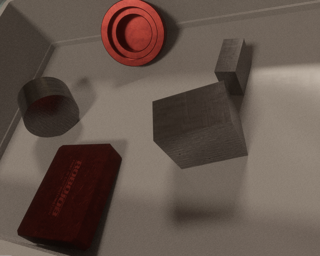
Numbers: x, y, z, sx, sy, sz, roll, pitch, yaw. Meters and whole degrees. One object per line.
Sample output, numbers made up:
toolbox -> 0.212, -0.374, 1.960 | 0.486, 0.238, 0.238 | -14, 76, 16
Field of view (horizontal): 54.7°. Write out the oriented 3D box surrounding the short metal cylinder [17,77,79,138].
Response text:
short metal cylinder -> -0.172, -0.032, 0.478 | 0.080, 0.080, 0.050 | -38, 51, 2

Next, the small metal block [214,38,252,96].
small metal block -> 0.093, -0.075, 0.387 | 0.025, 0.050, 0.050 | 5, 64, 30

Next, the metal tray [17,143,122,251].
metal tray -> -0.112, 0.082, 0.396 | 0.090, 0.030, 0.130 | -3, 51, 26

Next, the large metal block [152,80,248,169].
large metal block -> 0.046, 0.001, 0.345 | 0.080, 0.080, 0.050 | -15, 56, 19

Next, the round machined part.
round machined part -> -0.038, -0.147, 0.480 | 0.098, 0.098, 0.042 | -19, 15, 17
